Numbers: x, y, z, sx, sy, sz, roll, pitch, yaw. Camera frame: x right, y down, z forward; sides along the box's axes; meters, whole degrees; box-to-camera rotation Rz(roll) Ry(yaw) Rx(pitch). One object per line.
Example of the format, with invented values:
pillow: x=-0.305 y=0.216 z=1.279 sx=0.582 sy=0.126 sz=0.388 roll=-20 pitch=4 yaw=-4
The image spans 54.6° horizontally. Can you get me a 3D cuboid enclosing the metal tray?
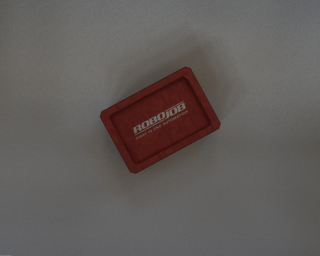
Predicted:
metal tray: x=0.000 y=-0.010 z=0.406 sx=0.130 sy=0.030 sz=0.090 roll=-28 pitch=90 yaw=-1
